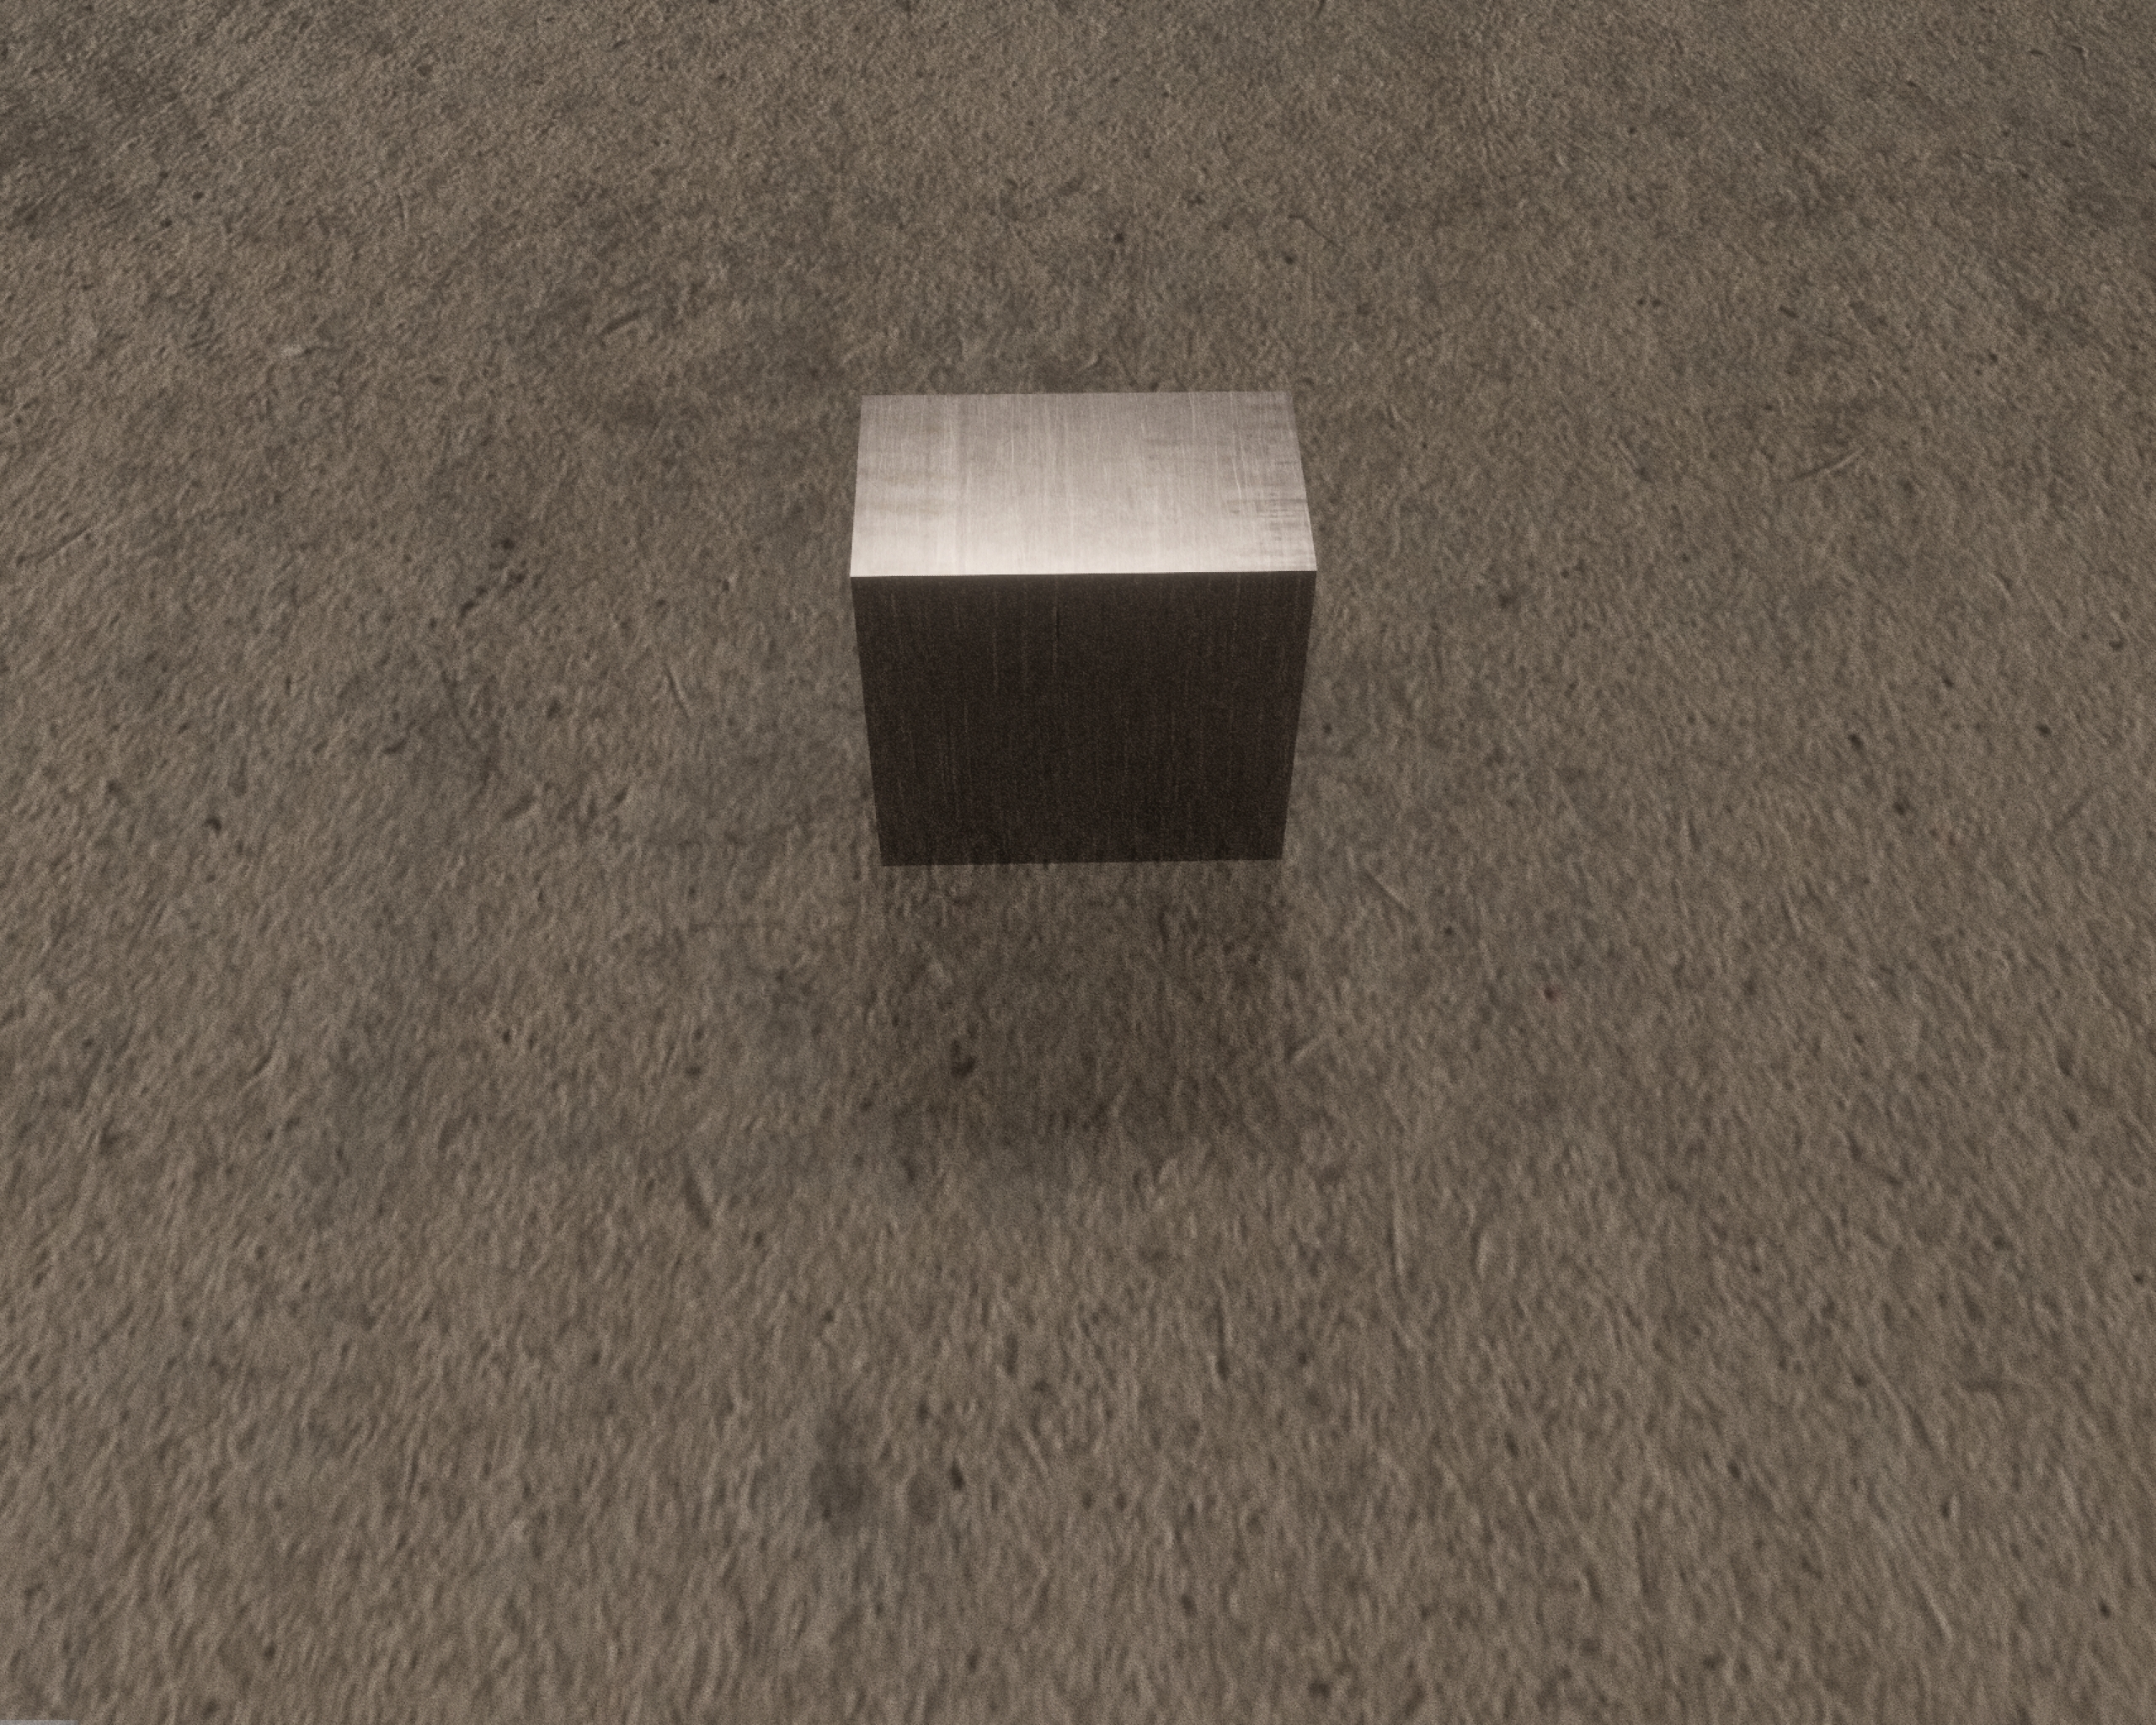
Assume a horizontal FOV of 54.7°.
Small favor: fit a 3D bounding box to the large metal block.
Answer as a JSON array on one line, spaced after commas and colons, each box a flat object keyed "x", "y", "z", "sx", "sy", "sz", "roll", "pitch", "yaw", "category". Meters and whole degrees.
[{"x": 0.000, "y": -0.044, "z": 0.406, "sx": 0.081, "sy": 0.080, "sz": 0.050, "roll": -1, "pitch": 50, "yaw": -1, "category": "large metal block"}]
